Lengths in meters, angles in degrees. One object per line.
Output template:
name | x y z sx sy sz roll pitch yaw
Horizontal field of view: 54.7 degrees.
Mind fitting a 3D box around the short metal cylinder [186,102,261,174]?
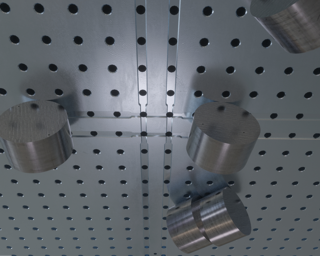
short metal cylinder | 0.077 0.011 0.386 0.081 0.080 0.050 6 130 -5

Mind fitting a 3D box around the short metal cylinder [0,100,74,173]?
short metal cylinder | -0.152 0.009 0.382 0.081 0.080 0.050 1 130 -2

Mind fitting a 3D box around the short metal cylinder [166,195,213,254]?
short metal cylinder | 0.055 0.158 0.511 0.050 0.080 0.080 -33 123 25

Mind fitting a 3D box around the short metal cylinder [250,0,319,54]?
short metal cylinder | 0.130 -0.115 0.279 0.050 0.080 0.080 35 122 -26

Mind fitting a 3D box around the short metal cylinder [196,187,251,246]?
short metal cylinder | 0.102 0.141 0.497 0.050 0.080 0.080 -33 123 25
